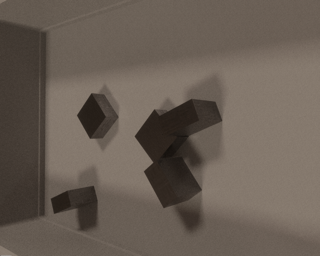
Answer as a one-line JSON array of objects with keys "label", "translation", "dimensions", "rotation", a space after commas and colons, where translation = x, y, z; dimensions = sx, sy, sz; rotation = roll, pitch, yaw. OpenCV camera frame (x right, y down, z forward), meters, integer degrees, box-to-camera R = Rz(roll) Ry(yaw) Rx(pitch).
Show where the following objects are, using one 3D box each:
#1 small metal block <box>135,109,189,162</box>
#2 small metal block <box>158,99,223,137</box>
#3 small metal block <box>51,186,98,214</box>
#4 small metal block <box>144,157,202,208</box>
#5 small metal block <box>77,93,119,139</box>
[{"label": "small metal block", "translation": [0.001, 0.011, 0.404], "dimensions": [0.050, 0.025, 0.050], "rotation": [52, 120, 27]}, {"label": "small metal block", "translation": [0.035, -0.011, 0.360], "dimensions": [0.050, 0.050, 0.025], "rotation": [-27, 74, 36]}, {"label": "small metal block", "translation": [-0.139, 0.116, 0.502], "dimensions": [0.050, 0.050, 0.025], "rotation": [-28, 73, 36]}, {"label": "small metal block", "translation": [0.016, 0.064, 0.376], "dimensions": [0.025, 0.050, 0.050], "rotation": [-45, 63, 30]}, {"label": "small metal block", "translation": [-0.098, -0.018, 0.485], "dimensions": [0.050, 0.025, 0.050], "rotation": [-49, 61, 28]}]
